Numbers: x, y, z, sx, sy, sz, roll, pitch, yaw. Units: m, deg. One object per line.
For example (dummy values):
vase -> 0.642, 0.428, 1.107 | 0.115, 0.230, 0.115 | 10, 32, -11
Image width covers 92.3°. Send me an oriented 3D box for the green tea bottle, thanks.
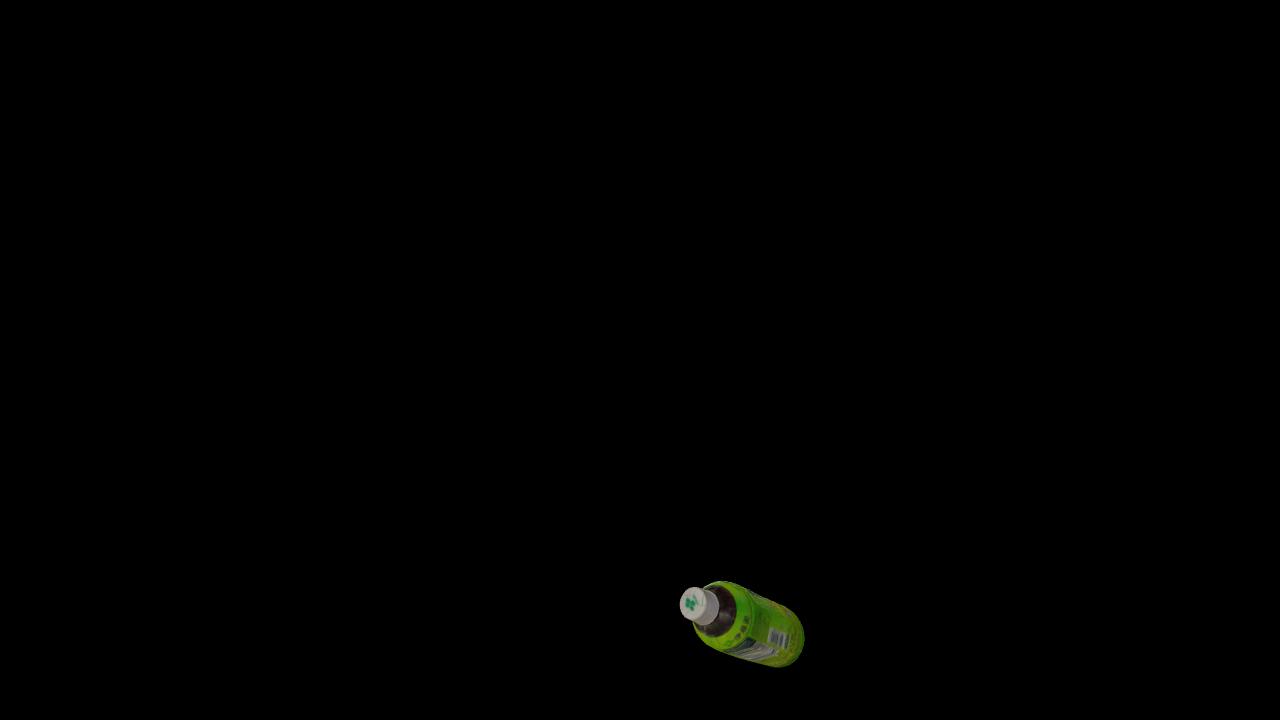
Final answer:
green tea bottle -> 0.110, 0.283, 0.664 | 0.073, 0.073, 0.212 | 0, -28, 36
